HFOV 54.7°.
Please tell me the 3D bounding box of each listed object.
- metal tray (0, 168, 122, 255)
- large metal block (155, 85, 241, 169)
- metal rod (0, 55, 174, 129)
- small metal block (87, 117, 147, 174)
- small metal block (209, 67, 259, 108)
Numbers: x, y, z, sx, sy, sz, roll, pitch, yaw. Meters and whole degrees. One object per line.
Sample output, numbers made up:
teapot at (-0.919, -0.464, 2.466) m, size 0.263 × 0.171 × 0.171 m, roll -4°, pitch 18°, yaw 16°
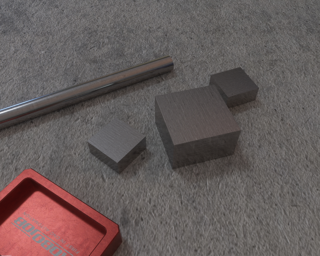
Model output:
metal tray at (-0.116, 0.107, 0.308) m, size 0.130 × 0.030 × 0.090 m, roll 26°, pitch 54°, yaw 20°
large metal block at (0.043, -0.003, 0.390) m, size 0.081 × 0.050 × 0.080 m, roll -12°, pitch 51°, yaw -10°
metal rod at (-0.117, -0.049, 0.443) m, size 0.302 × 0.025 × 0.025 m, roll -22°, pitch 54°, yaw -18°
small metal block at (-0.053, 0.021, 0.385) m, size 0.050 × 0.025 × 0.050 m, roll 31°, pitch 56°, yaw 23°
small metal block at (0.107, -0.059, 0.454) m, size 0.050 × 0.025 × 0.050 m, roll -17°, pitch 52°, yaw -14°
